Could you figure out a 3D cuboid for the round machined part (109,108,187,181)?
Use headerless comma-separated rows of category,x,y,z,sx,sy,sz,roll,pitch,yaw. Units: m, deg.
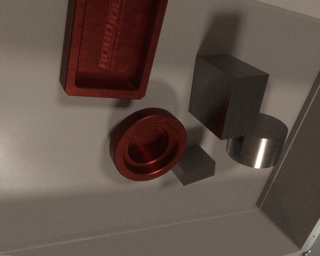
round machined part,-0.018,0.017,0.400,0.099,0.042,0.097,-14,125,-21

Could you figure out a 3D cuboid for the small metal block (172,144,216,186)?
small metal block,0.045,0.052,0.452,0.050,0.050,0.025,-15,125,-20

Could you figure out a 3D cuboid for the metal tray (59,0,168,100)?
metal tray,-0.048,-0.096,0.320,0.091,0.030,0.129,1,118,-29

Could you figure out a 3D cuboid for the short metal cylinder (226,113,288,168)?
short metal cylinder,0.144,0.016,0.464,0.081,0.080,0.050,-10,123,-23

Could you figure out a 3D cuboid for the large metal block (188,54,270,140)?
large metal block,0.082,-0.042,0.394,0.050,0.080,0.079,-9,123,-24
